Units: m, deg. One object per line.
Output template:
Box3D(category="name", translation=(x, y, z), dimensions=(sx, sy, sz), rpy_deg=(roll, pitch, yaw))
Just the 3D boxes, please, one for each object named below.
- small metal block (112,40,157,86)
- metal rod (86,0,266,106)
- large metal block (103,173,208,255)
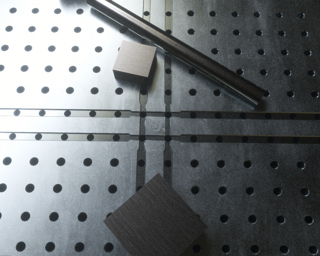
Box3D(category="small metal block", translation=(-0.035, -0.094, 0.446), dimensions=(0.050, 0.025, 0.050), rpy_deg=(13, 70, 4))
Box3D(category="metal rod", translation=(0.017, -0.122, 0.456), dimensions=(0.301, 0.025, 0.025), rpy_deg=(33, 73, 11))
Box3D(category="large metal block", translation=(-0.005, 0.112, 0.357), dimensions=(0.080, 0.050, 0.080), rpy_deg=(-40, 75, -14))
